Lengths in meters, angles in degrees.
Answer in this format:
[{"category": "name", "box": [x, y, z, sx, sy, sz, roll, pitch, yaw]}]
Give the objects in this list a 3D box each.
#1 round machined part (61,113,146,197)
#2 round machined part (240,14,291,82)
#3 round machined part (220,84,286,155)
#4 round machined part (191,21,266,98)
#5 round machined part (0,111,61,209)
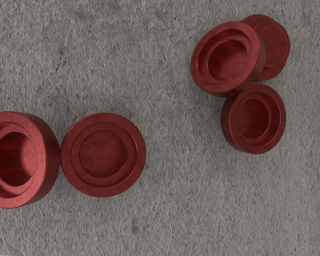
[{"category": "round machined part", "box": [-0.070, 0.031, 0.374, 0.099, 0.042, 0.097, 0, 90, -20]}, {"category": "round machined part", "box": [0.150, -0.119, 0.455, 0.099, 0.042, 0.097, 0, 90, -20]}, {"category": "round machined part", "box": [0.128, -0.013, 0.444, 0.099, 0.042, 0.097, -2, 94, -23]}, {"category": "round machined part", "box": [0.093, -0.087, 0.411, 0.042, 0.098, 0.098, 21, 82, -49]}, {"category": "round machined part", "box": [-0.146, 0.032, 0.329, 0.098, 0.042, 0.097, -1, 88, 19]}]
